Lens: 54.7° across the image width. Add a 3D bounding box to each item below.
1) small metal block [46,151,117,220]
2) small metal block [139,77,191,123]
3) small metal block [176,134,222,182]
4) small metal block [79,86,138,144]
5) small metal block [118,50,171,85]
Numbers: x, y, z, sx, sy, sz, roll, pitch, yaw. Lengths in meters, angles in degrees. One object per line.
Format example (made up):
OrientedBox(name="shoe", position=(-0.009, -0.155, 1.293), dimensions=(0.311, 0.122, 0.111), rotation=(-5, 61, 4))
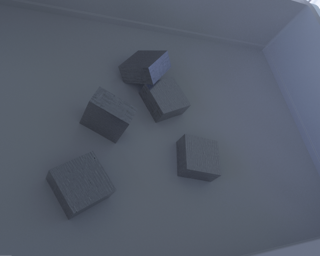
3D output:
OrientedBox(name="small metal block", position=(-0.083, 0.059, 0.325), dimensions=(0.050, 0.025, 0.050), rotation=(-25, 75, -37))
OrientedBox(name="small metal block", position=(0.007, -0.040, 0.434), dimensions=(0.050, 0.025, 0.050), rotation=(-20, 72, -35))
OrientedBox(name="small metal block", position=(0.050, 0.040, 0.408), dimensions=(0.050, 0.025, 0.050), rotation=(13, 56, -21))
OrientedBox(name="small metal block", position=(-0.061, -0.014, 0.365), dimensions=(0.050, 0.050, 0.025), rotation=(31, 52, -9))
OrientedBox(name="small metal block", position=(-0.020, -0.085, 0.428), dimensions=(0.050, 0.025, 0.050), rotation=(9, 42, 32))
